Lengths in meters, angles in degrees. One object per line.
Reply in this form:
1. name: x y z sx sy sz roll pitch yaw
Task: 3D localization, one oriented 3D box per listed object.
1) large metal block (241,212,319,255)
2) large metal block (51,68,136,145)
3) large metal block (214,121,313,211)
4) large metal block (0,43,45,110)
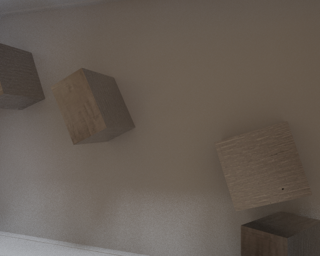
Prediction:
1. large metal block: 0.130 0.140 0.327 0.050 0.081 0.080 0 90 49
2. large metal block: -0.086 -0.026 0.411 0.050 0.080 0.080 -27 81 18
3. large metal block: 0.117 0.042 0.356 0.080 0.050 0.080 -18 84 19
4. large metal block: -0.229 -0.075 0.462 0.050 0.080 0.080 -21 83 19
